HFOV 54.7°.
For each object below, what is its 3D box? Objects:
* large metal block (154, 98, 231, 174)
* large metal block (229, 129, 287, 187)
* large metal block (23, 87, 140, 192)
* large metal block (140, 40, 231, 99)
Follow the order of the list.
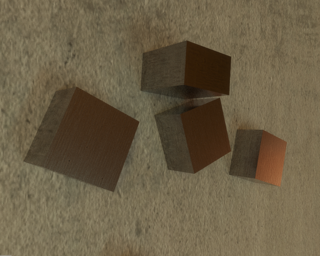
[{"bbox_3d":[0.047,0.008,0.430,0.081,0.050,0.080,-24,105,-38],"label":"large metal block"},{"bbox_3d":[0.171,0.052,0.535,0.080,0.050,0.080,21,77,-38],"label":"large metal block"},{"bbox_3d":[-0.079,0.013,0.324,0.080,0.050,0.080,30,71,-36],"label":"large metal block"},{"bbox_3d":[0.033,-0.070,0.398,0.081,0.080,0.050,6,87,-40],"label":"large metal block"}]
